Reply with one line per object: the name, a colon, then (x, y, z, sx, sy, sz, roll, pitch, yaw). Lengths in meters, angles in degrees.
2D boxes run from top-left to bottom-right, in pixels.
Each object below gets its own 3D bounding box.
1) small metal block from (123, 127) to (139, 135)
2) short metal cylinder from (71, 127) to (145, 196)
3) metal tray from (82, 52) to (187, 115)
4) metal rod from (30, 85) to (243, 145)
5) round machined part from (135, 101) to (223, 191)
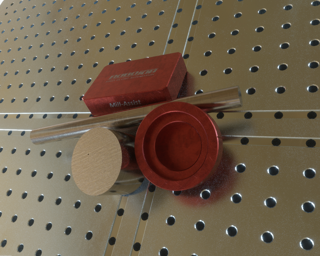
small metal block: (-0.037, 0.012, 0.430, 0.050, 0.025, 0.050, 20, 72, 35)
short metal cylinder: (-0.062, 0.042, 0.382, 0.080, 0.050, 0.080, -7, 76, 32)
metal tray: (-0.035, -0.063, 0.442, 0.130, 0.030, 0.090, -4, 41, 25)
metal rod: (-0.047, -0.011, 0.405, 0.301, 0.025, 0.025, -10, 58, 22)
round machined part: (0.024, 0.021, 0.356, 0.098, 0.042, 0.097, -3, 82, 24)
